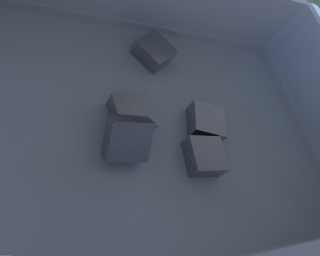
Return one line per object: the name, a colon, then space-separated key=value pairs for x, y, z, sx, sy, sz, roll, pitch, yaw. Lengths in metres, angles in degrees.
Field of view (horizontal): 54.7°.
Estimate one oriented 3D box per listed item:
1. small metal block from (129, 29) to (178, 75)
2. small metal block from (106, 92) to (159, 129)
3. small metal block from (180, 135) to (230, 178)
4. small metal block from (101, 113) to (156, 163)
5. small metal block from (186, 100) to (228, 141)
small metal block: x=-0.009 y=-0.117 z=0.471 sx=0.050 sy=0.025 sz=0.050 roll=44 pitch=51 yaw=2
small metal block: x=-0.036 y=-0.018 z=0.397 sx=0.050 sy=0.025 sz=0.050 roll=-5 pitch=64 yaw=-30
small metal block: x=0.060 y=0.038 z=0.415 sx=0.050 sy=0.025 sz=0.050 roll=3 pitch=60 yaw=-27
small metal block: x=-0.037 y=0.012 z=0.359 sx=0.050 sy=0.050 sz=0.025 roll=4 pitch=20 yaw=-27
small metal block: x=0.066 y=-0.008 z=0.446 sx=0.050 sy=0.025 sz=0.050 roll=14 pitch=56 yaw=-21
